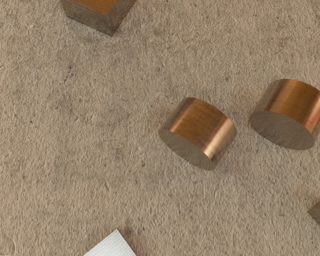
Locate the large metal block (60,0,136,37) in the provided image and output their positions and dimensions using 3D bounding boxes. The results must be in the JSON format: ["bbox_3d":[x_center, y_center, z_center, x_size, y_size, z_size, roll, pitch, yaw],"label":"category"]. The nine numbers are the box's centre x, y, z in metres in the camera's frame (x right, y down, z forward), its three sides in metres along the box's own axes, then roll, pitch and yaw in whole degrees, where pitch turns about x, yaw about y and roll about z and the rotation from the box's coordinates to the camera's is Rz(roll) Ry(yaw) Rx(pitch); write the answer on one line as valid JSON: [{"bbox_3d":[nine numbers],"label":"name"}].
[{"bbox_3d":[-0.091,-0.198,0.466,0.080,0.050,0.080,26,72,8],"label":"large metal block"}]

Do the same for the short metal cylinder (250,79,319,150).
[{"bbox_3d":[0.161,-0.016,0.387,0.080,0.080,0.050,31,73,10],"label":"short metal cylinder"}]

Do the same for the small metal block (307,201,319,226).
[{"bbox_3d":[0.209,0.108,0.358,0.025,0.050,0.050,-35,74,-12],"label":"small metal block"}]

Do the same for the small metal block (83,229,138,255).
[{"bbox_3d":[-0.053,0.152,0.352,0.050,0.025,0.050,-37,74,-13],"label":"small metal block"}]

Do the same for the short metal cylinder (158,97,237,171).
[{"bbox_3d":[0.045,0.008,0.377,0.080,0.080,0.050,34,74,11],"label":"short metal cylinder"}]
